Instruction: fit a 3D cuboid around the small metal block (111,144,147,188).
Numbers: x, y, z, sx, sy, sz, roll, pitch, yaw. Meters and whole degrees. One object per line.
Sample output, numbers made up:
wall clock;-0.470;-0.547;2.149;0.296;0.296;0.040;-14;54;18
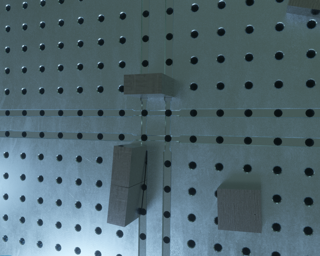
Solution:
small metal block;-0.040;0.048;0.413;0.025;0.050;0.050;5;92;19

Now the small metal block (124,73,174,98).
small metal block;-0.013;-0.054;0.403;0.050;0.050;0.025;1;90;19

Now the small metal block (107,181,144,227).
small metal block;-0.045;0.098;0.414;0.025;0.050;0.050;7;92;19

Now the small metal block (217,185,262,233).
small metal block;0.098;0.097;0.378;0.050;0.025;0.050;-2;90;19

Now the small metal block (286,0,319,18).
small metal block;0.177;-0.155;0.350;0.050;0.025;0.050;17;96;18
